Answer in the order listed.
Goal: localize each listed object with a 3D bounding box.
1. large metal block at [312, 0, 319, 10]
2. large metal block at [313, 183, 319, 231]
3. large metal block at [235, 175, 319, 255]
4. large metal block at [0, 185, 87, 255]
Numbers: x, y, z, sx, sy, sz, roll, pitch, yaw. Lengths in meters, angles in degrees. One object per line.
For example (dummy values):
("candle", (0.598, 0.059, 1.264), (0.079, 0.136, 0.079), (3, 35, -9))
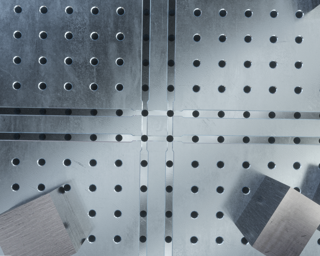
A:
("large metal block", (0.244, -0.209, 0.402), (0.080, 0.050, 0.080), (-9, 90, 0))
("large metal block", (0.250, 0.106, 0.402), (0.080, 0.050, 0.080), (23, 90, 0))
("large metal block", (0.146, 0.113, 0.387), (0.050, 0.080, 0.080), (33, 90, 0))
("large metal block", (-0.154, 0.131, 0.400), (0.080, 0.050, 0.080), (-25, 90, 0))
